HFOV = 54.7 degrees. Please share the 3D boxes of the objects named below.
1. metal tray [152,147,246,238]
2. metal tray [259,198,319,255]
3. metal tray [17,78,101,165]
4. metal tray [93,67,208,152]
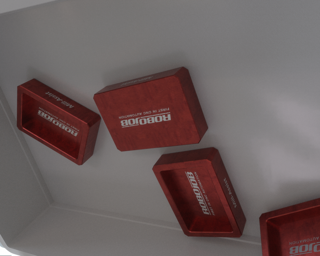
[{"bbox_3d":[0.056,0.094,0.433,0.090,0.030,0.129,-12,113,33],"label":"metal tray"},{"bbox_3d":[0.180,0.129,0.348,0.030,0.090,0.130,35,134,-28],"label":"metal tray"},{"bbox_3d":[-0.162,-0.009,0.485,0.130,0.030,0.089,29,128,9],"label":"metal tray"},{"bbox_3d":[-0.014,-0.019,0.401,0.130,0.030,0.090,-8,114,32],"label":"metal tray"}]
